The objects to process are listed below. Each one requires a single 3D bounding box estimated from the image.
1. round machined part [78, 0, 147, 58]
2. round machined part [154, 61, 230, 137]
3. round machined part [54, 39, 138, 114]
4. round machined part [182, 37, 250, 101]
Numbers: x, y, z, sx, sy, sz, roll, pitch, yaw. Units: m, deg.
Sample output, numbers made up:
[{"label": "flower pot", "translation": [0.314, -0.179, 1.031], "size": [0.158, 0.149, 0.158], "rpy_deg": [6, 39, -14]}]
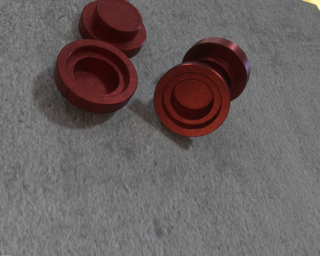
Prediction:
[{"label": "round machined part", "translation": [-0.065, -0.152, 0.452], "size": [0.099, 0.042, 0.098], "rpy_deg": [14, 56, -21]}, {"label": "round machined part", "translation": [0.044, -0.041, 0.415], "size": [0.098, 0.098, 0.042], "rpy_deg": [37, 23, -4]}, {"label": "round machined part", "translation": [-0.081, -0.059, 0.386], "size": [0.099, 0.042, 0.098], "rpy_deg": [14, 56, -21]}, {"label": "round machined part", "translation": [0.075, -0.076, 0.444], "size": [0.098, 0.097, 0.042], "rpy_deg": [39, 46, -3]}]
